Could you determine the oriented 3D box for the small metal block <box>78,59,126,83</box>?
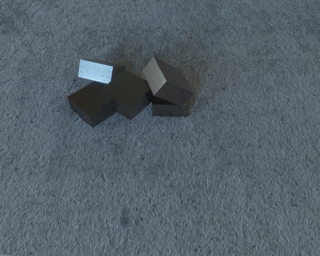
[{"bbox_3d":[-0.085,-0.084,0.459,0.050,0.025,0.050,15,15,11],"label":"small metal block"}]

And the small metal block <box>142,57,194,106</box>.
[{"bbox_3d":[0.010,-0.061,0.407,0.050,0.025,0.050,17,37,-41],"label":"small metal block"}]

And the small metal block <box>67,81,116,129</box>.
[{"bbox_3d":[-0.091,-0.034,0.432,0.050,0.025,0.050,38,59,27],"label":"small metal block"}]

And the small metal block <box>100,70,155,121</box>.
[{"bbox_3d":[-0.042,-0.044,0.407,0.050,0.025,0.050,31,56,23],"label":"small metal block"}]

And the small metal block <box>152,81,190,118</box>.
[{"bbox_3d":[0.015,-0.042,0.440,0.050,0.025,0.050,2,50,1],"label":"small metal block"}]
